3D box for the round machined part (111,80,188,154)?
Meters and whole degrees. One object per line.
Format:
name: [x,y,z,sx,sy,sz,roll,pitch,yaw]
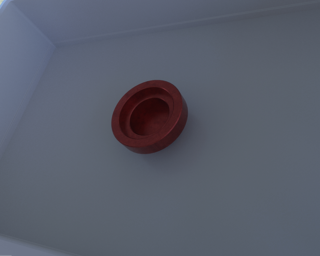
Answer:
round machined part: [-0.010,-0.011,0.400,0.098,0.042,0.098,-13,56,20]
